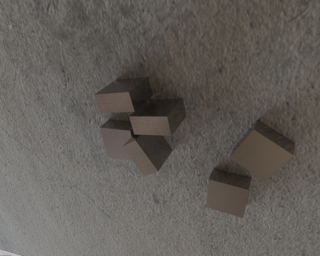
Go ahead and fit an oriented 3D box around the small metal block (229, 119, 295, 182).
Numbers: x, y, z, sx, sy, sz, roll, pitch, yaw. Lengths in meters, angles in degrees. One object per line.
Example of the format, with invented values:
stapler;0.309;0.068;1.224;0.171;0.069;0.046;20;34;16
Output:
small metal block;0.118;0.026;0.360;0.050;0.025;0.050;34;129;5

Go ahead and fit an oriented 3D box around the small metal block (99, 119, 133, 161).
small metal block;-0.054;0.017;0.444;0.050;0.025;0.050;6;121;25

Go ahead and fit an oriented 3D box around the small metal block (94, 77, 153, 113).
small metal block;-0.044;-0.042;0.387;0.050;0.050;0.025;-1;118;28

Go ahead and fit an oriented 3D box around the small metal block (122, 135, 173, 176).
small metal block;-0.015;0.028;0.414;0.025;0.050;0.050;-26;104;36

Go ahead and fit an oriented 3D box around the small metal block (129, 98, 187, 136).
small metal block;-0.001;-0.014;0.381;0.050;0.050;0.025;1;119;27

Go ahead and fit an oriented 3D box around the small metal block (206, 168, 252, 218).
small metal block;0.091;0.086;0.412;0.050;0.025;0.050;13;124;21
